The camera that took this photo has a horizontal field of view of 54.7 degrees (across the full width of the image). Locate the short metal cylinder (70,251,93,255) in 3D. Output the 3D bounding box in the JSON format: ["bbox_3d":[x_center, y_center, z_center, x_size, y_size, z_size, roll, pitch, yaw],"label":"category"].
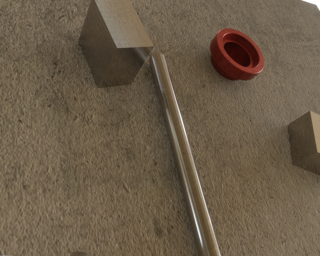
[{"bbox_3d":[-0.054,0.146,0.251,0.080,0.080,0.050,38,51,-4],"label":"short metal cylinder"}]

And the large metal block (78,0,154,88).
[{"bbox_3d":[-0.061,-0.110,0.404,0.050,0.080,0.080,-13,69,-34],"label":"large metal block"}]

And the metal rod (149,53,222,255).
[{"bbox_3d":[0.028,0.028,0.403,0.025,0.025,0.299,1,61,-28],"label":"metal rod"}]

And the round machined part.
[{"bbox_3d":[0.129,-0.122,0.539,0.099,0.042,0.098,14,56,-21],"label":"round machined part"}]

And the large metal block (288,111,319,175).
[{"bbox_3d":[0.267,0.029,0.517,0.080,0.050,0.080,21,54,-16],"label":"large metal block"}]
